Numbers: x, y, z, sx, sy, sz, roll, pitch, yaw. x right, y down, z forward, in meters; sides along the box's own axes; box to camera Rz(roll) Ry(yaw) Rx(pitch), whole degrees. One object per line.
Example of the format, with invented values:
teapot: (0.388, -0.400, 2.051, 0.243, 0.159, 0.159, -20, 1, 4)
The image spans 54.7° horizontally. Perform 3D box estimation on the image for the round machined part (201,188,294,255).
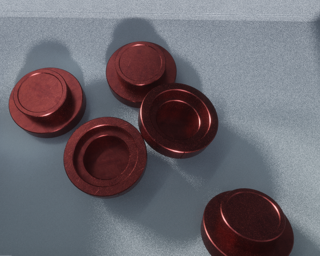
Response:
round machined part: (0.097, 0.105, 0.340, 0.099, 0.042, 0.098, 3, 38, -2)

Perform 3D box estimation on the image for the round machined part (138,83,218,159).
round machined part: (0.020, -0.006, 0.395, 0.099, 0.042, 0.098, 6, 62, -11)

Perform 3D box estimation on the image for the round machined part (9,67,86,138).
round machined part: (-0.152, -0.039, 0.413, 0.099, 0.042, 0.098, 0, 70, -1)

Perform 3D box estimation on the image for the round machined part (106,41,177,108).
round machined part: (-0.026, -0.080, 0.430, 0.099, 0.042, 0.098, 0, 70, -1)

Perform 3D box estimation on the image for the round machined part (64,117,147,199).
round machined part: (-0.065, 0.039, 0.386, 0.099, 0.042, 0.098, 0, 70, -1)
